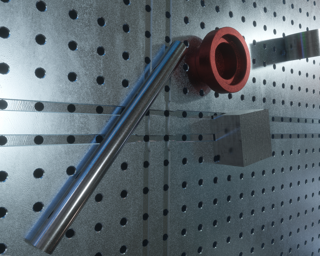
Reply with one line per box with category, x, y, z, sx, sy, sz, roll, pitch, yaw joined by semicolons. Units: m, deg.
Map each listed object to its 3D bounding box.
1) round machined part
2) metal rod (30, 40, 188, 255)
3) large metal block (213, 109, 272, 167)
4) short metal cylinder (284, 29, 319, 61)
round machined part;0.093;-0.101;0.476;0.099;0.042;0.097;0;90;-40
metal rod;-0.046;0.004;0.370;0.025;0.025;0.300;47;62;-30
large metal block;0.136;0.014;0.507;0.081;0.050;0.079;-11;97;-39
short metal cylinder;0.294;-0.166;0.619;0.081;0.080;0.050;-17;101;-39
